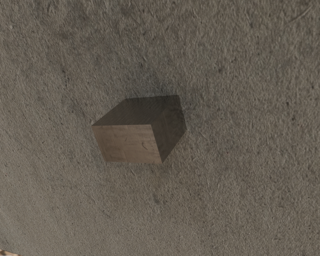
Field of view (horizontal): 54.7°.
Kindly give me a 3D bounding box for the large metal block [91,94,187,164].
[{"bbox_3d":[-0.022,0.000,0.383,0.080,0.080,0.050,-1,118,28],"label":"large metal block"}]
